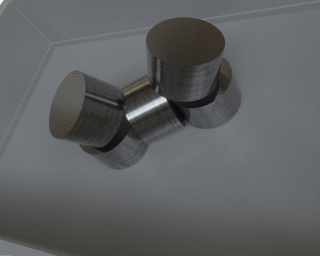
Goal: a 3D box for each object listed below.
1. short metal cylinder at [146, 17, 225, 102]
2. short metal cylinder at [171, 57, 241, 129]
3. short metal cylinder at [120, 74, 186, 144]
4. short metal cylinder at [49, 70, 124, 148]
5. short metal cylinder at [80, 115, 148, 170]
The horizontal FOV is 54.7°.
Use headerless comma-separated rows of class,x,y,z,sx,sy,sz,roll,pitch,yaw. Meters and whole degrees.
short metal cylinder,0.026,-0.075,0.335,0.081,0.050,0.080,0,53,0
short metal cylinder,0.055,-0.046,0.386,0.080,0.050,0.080,-13,56,20
short metal cylinder,-0.009,-0.027,0.388,0.050,0.080,0.080,-26,53,12
short metal cylinder,-0.087,-0.021,0.361,0.080,0.050,0.080,-20,61,42
short metal cylinder,-0.061,0.009,0.412,0.080,0.050,0.080,-13,56,20
